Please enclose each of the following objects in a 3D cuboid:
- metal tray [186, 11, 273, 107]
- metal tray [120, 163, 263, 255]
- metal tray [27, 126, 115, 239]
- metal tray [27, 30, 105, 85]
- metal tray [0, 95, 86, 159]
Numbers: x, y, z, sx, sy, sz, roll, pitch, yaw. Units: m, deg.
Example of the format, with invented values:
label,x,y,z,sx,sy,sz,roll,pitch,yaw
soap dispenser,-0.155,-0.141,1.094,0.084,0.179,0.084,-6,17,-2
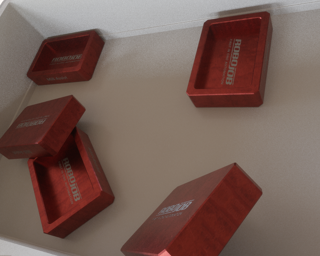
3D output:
label,x,y,z,sx,sy,sz,roll,pitch,yaw
metal tray,0.093,-0.090,0.407,0.090,0.030,0.130,2,62,28
metal tray,0.020,0.083,0.269,0.030,0.129,0.090,47,63,1
metal tray,-0.126,0.069,0.423,0.090,0.030,0.130,-36,51,3
metal tray,-0.173,-0.127,0.568,0.130,0.030,0.090,0,61,27
metal tray,-0.182,0.001,0.468,0.130,0.030,0.090,-7,45,37
